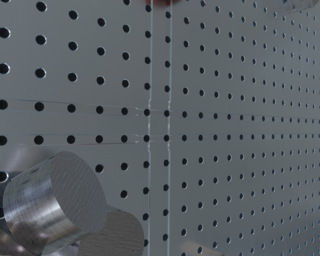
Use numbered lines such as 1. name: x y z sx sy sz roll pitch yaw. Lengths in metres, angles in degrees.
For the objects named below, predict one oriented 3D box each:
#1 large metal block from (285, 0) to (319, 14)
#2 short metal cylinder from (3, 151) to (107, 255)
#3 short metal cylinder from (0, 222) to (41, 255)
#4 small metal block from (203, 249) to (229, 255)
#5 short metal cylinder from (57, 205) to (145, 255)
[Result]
1. large metal block: 0.294 -0.296 0.639 0.080 0.050 0.080 -47 118 -30
2. short metal cylinder: -0.094 0.068 0.287 0.080 0.050 0.080 57 13 -20
3. short metal cylinder: -0.146 0.122 0.251 0.080 0.080 0.050 -50 120 -28
4. small metal block: 0.094 0.220 0.472 0.025 0.050 0.050 -24 106 -37
5. short metal cylinder: -0.064 0.126 0.339 0.081 0.050 0.080 0 90 -40
